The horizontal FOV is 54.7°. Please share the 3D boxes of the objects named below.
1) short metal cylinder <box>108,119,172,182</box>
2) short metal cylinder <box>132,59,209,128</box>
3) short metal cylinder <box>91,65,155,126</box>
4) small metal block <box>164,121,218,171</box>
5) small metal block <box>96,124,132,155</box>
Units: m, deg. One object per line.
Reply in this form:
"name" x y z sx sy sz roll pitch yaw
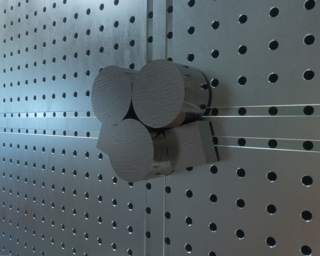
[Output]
"short metal cylinder" -0.022 0.028 0.406 0.080 0.050 0.079 0 90 40
"short metal cylinder" 0.012 -0.040 0.378 0.080 0.050 0.079 0 90 40
"short metal cylinder" -0.050 -0.043 0.429 0.080 0.050 0.079 0 90 40
"small metal block" 0.037 0.022 0.375 0.050 0.025 0.050 -18 79 38
"small metal block" -0.064 0.015 0.457 0.050 0.025 0.050 26 107 37
